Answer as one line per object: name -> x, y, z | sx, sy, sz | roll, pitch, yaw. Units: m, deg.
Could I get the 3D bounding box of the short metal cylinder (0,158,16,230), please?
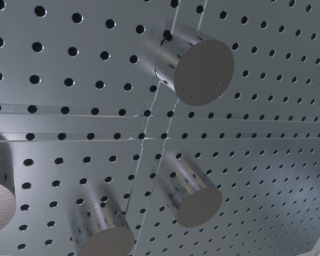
short metal cylinder -> -0.199, 0.072, 0.331 | 0.081, 0.050, 0.079 | -14, 124, -21

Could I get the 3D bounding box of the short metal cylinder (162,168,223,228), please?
short metal cylinder -> 0.051, 0.110, 0.491 | 0.081, 0.050, 0.079 | -14, 124, -21

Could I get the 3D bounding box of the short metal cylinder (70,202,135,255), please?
short metal cylinder -> -0.083, 0.155, 0.445 | 0.081, 0.050, 0.079 | -14, 124, -21

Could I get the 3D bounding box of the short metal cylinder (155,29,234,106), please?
short metal cylinder -> 0.041, -0.073, 0.372 | 0.081, 0.050, 0.079 | -14, 124, -21
